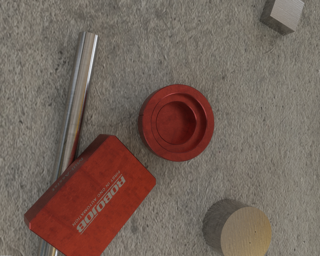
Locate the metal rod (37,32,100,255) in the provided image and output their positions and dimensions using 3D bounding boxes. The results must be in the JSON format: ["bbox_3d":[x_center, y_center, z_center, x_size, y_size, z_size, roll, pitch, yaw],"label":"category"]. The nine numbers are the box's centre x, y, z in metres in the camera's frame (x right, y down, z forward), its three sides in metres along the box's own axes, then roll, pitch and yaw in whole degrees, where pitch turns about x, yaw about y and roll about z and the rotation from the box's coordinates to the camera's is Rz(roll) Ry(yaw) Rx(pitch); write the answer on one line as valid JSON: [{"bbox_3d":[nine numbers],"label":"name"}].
[{"bbox_3d":[-0.111,0.034,0.368,0.025,0.025,0.298,11,86,-20],"label":"metal rod"}]

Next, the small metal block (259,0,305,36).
[{"bbox_3d":[0.189,-0.179,0.479,0.050,0.025,0.050,23,82,-19],"label":"small metal block"}]

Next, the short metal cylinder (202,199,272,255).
[{"bbox_3d":[0.107,0.145,0.436,0.081,0.050,0.080,0,90,-20],"label":"short metal cylinder"}]

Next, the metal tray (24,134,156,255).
[{"bbox_3d":[-0.075,0.082,0.360,0.130,0.030,0.090,-50,117,-21],"label":"metal tray"}]

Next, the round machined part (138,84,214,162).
[{"bbox_3d":[0.018,-0.006,0.407,0.099,0.042,0.097,0,90,-20],"label":"round machined part"}]
